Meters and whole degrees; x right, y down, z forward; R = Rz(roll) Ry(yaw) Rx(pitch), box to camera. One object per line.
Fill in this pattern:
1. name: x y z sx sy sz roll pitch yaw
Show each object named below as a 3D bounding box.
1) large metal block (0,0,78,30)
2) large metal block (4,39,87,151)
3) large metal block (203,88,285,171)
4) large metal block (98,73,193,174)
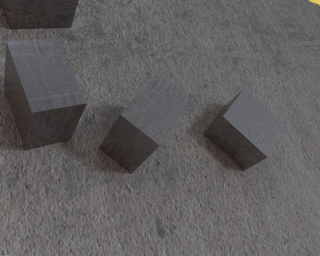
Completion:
1. large metal block: -0.165 -0.179 0.408 0.081 0.050 0.080 -15 70 -34
2. large metal block: -0.123 -0.034 0.323 0.050 0.080 0.080 -14 69 -34
3. large metal block: 0.124 0.001 0.454 0.080 0.050 0.080 43 51 1
4. large metal block: -0.018 -0.004 0.361 0.050 0.080 0.080 39 51 -2
